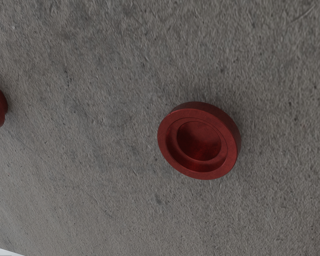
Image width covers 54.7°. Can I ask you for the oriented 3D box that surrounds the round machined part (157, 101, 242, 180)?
[{"bbox_3d":[0.050,0.011,0.377,0.098,0.042,0.097,13,124,21],"label":"round machined part"}]

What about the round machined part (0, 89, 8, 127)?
[{"bbox_3d":[-0.303,-0.042,0.530,0.098,0.042,0.097,13,124,21],"label":"round machined part"}]
